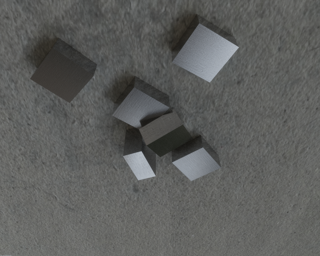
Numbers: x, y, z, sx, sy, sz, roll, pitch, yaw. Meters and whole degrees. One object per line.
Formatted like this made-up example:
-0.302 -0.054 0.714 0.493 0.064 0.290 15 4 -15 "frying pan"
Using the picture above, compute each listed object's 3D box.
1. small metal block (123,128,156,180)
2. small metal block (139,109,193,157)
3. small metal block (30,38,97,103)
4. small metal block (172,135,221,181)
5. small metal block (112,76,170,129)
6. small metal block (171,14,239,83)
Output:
-0.026 0.034 0.419 0.025 0.050 0.050 -16 129 13 "small metal block"
0.009 0.008 0.394 0.050 0.025 0.050 -30 151 6 "small metal block"
-0.108 -0.064 0.351 0.050 0.025 0.050 34 122 -26 "small metal block"
0.052 0.044 0.446 0.050 0.025 0.050 -29 125 22 "small metal block"
-0.024 -0.028 0.383 0.050 0.025 0.050 29 124 -23 "small metal block"
0.047 -0.085 0.336 0.050 0.025 0.050 24 126 -20 "small metal block"
